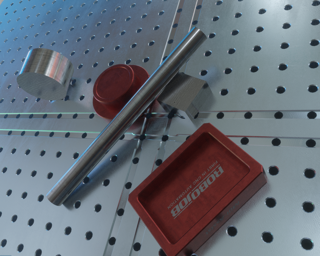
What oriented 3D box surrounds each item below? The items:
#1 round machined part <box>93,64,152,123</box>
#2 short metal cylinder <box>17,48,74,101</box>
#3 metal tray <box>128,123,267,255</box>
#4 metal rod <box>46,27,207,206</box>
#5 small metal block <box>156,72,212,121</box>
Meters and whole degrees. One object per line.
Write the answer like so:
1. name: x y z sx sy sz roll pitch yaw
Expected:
1. round machined part: -0.059 -0.056 0.461 0.098 0.042 0.098 -13 56 20
2. short metal cylinder: -0.193 -0.089 0.526 0.080 0.080 0.050 -6 59 25
3. metal tray: 0.039 0.067 0.342 0.130 0.030 0.090 -43 51 -2
4. metal rod: -0.045 -0.014 0.418 0.300 0.025 0.025 -48 51 2
5. small metal block: 0.033 -0.043 0.417 0.050 0.025 0.050 27 76 36
